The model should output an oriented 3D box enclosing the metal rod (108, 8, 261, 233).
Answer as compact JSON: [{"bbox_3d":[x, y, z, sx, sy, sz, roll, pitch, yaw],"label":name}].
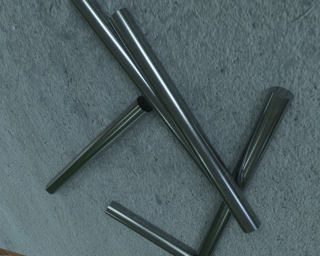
[{"bbox_3d":[0.032,-0.004,0.367,0.025,0.025,0.299,-28,97,37],"label":"metal rod"}]

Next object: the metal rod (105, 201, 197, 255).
[{"bbox_3d":[0.042,0.209,0.513,0.301,0.025,0.025,29,128,9],"label":"metal rod"}]

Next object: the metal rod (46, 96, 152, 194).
[{"bbox_3d":[-0.111,0.041,0.490,0.025,0.025,0.299,48,129,-5],"label":"metal rod"}]

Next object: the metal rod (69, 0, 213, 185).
[{"bbox_3d":[-0.014,-0.050,0.383,0.025,0.025,0.300,-30,102,38],"label":"metal rod"}]

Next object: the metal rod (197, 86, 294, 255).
[{"bbox_3d":[0.098,0.081,0.405,0.025,0.025,0.298,23,127,14],"label":"metal rod"}]
